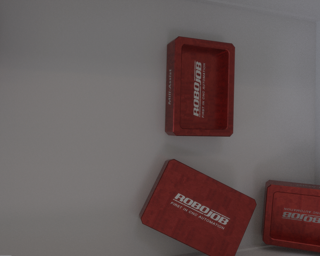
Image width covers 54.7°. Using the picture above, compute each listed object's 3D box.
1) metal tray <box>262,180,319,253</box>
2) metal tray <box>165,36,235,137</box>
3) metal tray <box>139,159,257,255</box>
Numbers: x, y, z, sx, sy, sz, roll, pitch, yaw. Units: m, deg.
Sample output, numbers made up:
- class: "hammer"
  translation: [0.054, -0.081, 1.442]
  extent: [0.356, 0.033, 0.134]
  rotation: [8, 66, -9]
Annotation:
- class: "metal tray"
  translation: [0.219, 0.129, 0.447]
  extent: [0.131, 0.030, 0.089]
  rotation: [4, 95, 14]
- class: "metal tray"
  translation: [0.056, -0.054, 0.427]
  extent: [0.091, 0.030, 0.129]
  rotation: [1, 90, -20]
- class: "metal tray"
  translation: [0.050, 0.108, 0.410]
  extent: [0.131, 0.030, 0.090]
  rotation: [27, 80, -4]
